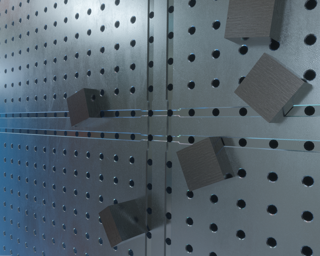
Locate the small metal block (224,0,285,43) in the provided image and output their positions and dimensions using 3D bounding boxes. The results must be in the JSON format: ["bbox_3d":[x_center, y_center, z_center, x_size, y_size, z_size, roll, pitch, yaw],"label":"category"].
[{"bbox_3d":[0.100,-0.118,0.328,0.050,0.025,0.050,12,98,39],"label":"small metal block"}]

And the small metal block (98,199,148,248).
[{"bbox_3d":[-0.051,0.133,0.437,0.025,0.050,0.050,-41,65,33],"label":"small metal block"}]

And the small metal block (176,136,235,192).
[{"bbox_3d":[0.053,0.043,0.366,0.050,0.025,0.050,-29,72,36],"label":"small metal block"}]

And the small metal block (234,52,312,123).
[{"bbox_3d":[0.114,-0.040,0.316,0.050,0.025,0.050,49,119,29],"label":"small metal block"}]

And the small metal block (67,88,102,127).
[{"bbox_3d":[-0.127,-0.033,0.516,0.050,0.025,0.050,-22,76,38],"label":"small metal block"}]
